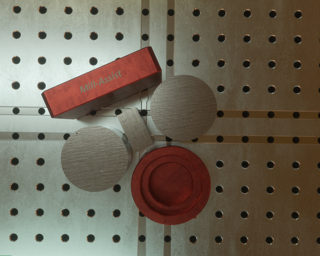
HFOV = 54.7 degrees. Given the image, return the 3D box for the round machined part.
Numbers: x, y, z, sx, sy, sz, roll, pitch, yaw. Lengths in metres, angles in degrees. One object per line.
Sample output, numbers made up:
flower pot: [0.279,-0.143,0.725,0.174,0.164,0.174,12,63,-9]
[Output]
round machined part: [0.014,0.071,0.401,0.099,0.042,0.097,0,90,0]

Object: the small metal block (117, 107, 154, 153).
small metal block: [-0.030,0.002,0.396,0.025,0.050,0.050,-25,90,0]

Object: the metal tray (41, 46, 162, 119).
metal tray: [-0.063,-0.050,0.376,0.131,0.090,0.030,-23,90,0]

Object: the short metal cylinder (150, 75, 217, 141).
short metal cylinder: [0.028,-0.025,0.397,0.081,0.050,0.079,0,90,0]

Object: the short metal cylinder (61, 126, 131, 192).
short metal cylinder: [-0.079,0.037,0.396,0.081,0.050,0.079,0,90,0]
